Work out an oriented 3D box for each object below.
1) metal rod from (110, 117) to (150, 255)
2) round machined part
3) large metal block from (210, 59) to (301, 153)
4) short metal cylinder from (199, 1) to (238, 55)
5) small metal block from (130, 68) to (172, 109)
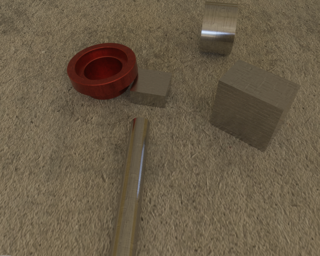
[{"bbox_3d":[-0.035,0.109,0.311,0.025,0.025,0.300,3,50,2],"label":"metal rod"},{"bbox_3d":[-0.081,-0.079,0.453,0.099,0.042,0.098,-4,48,4],"label":"round machined part"},{"bbox_3d":[0.116,-0.028,0.392,0.080,0.080,0.050,30,56,22],"label":"large metal block"},{"bbox_3d":[0.094,-0.162,0.505,0.050,0.080,0.080,7,50,5],"label":"short metal cylinder"},{"bbox_3d":[-0.012,-0.058,0.452,0.050,0.025,0.050,9,51,7],"label":"small metal block"}]
